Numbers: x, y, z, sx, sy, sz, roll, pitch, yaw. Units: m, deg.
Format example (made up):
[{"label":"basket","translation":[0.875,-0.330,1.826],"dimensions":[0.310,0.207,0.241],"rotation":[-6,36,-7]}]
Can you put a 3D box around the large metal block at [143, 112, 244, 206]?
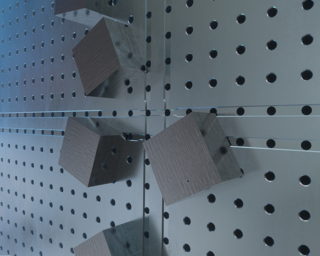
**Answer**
[{"label":"large metal block","translation":[0.037,0.036,0.361],"dimensions":[0.080,0.050,0.080],"rotation":[-33,70,35]}]

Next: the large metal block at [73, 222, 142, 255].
[{"label":"large metal block","translation":[-0.073,0.195,0.451],"dimensions":[0.080,0.050,0.080],"rotation":[-39,67,33]}]

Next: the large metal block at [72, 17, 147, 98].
[{"label":"large metal block","translation":[-0.076,-0.099,0.453],"dimensions":[0.080,0.050,0.080],"rotation":[-31,71,35]}]

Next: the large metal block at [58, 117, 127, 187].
[{"label":"large metal block","translation":[-0.106,0.034,0.478],"dimensions":[0.080,0.050,0.079],"rotation":[26,106,36]}]

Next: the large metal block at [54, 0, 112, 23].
[{"label":"large metal block","translation":[-0.120,-0.217,0.490],"dimensions":[0.080,0.050,0.079],"rotation":[7,95,39]}]
